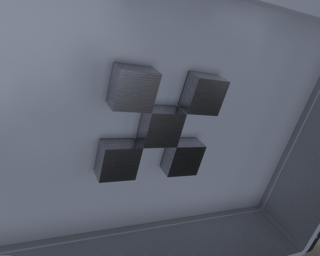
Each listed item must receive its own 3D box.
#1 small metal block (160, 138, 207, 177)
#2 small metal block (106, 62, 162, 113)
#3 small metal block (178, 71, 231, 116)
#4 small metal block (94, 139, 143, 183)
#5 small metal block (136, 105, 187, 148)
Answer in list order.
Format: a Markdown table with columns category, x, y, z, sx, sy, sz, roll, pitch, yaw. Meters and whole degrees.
| category | x | y | z | sx | sy | sz | roll | pitch | yaw |
| --- | --- | --- | --- | --- | --- | --- | --- | --- | --- |
| small metal block | 0.033 | 0.042 | 0.450 | 0.050 | 0.025 | 0.050 | 1 | 118 | -29 |
| small metal block | -0.031 | -0.046 | 0.361 | 0.050 | 0.025 | 0.050 | 1 | 118 | -29 |
| small metal block | 0.058 | -0.045 | 0.409 | 0.050 | 0.025 | 0.050 | 2 | 117 | -30 |
| small metal block | -0.054 | 0.042 | 0.402 | 0.050 | 0.025 | 0.050 | 1 | 118 | -29 |
| small metal block | 0.002 | -0.002 | 0.405 | 0.050 | 0.025 | 0.050 | 0 | 118 | -29 |
